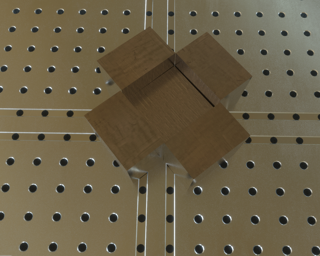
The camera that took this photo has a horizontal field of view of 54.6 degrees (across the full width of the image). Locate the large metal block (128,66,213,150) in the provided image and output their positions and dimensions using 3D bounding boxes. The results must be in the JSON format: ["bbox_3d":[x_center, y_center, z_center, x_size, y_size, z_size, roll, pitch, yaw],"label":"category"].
[{"bbox_3d":[0.013,-0.019,0.404,0.080,0.050,0.080,-37,73,-10],"label":"large metal block"}]

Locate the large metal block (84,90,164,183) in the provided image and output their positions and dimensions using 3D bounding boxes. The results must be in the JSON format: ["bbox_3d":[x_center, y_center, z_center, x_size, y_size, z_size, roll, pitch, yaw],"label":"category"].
[{"bbox_3d":[-0.040,0.014,0.377,0.050,0.080,0.080,-37,75,-12],"label":"large metal block"}]

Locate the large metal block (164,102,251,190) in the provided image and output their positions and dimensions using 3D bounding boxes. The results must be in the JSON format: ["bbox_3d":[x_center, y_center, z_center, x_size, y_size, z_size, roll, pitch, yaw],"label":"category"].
[{"bbox_3d":[0.052,0.025,0.375,0.080,0.080,0.050,-35,74,-12],"label":"large metal block"}]

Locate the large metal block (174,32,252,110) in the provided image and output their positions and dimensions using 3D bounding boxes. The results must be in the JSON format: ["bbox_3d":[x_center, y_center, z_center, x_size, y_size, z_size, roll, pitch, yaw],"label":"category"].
[{"bbox_3d":[0.064,-0.062,0.406,0.050,0.080,0.080,-37,75,-12],"label":"large metal block"}]

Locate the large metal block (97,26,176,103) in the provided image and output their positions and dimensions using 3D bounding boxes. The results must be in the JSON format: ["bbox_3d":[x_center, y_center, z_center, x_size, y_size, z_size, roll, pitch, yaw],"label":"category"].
[{"bbox_3d":[-0.028,-0.072,0.409,0.080,0.080,0.050,-37,74,-12],"label":"large metal block"}]
